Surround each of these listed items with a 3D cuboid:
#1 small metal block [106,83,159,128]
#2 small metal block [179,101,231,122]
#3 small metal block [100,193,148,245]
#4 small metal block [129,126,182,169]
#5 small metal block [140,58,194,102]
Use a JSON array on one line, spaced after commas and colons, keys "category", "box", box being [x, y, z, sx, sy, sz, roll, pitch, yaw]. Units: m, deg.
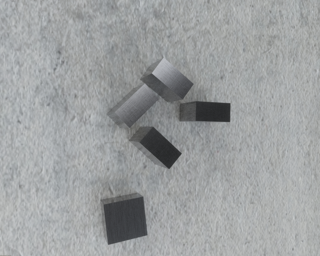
[{"category": "small metal block", "box": [-0.035, -0.026, 0.384, 0.050, 0.050, 0.025, -46, 105, -14]}, {"category": "small metal block", "box": [0.060, -0.021, 0.419, 0.050, 0.050, 0.025, 1, 90, -20]}, {"category": "small metal block", "box": [-0.046, 0.114, 0.393, 0.050, 0.025, 0.050, -7, 93, -20]}, {"category": "small metal block", "box": [-0.007, 0.024, 0.394, 0.050, 0.050, 0.025, 43, 76, -15]}, {"category": "small metal block", "box": [0.008, -0.060, 0.399, 0.050, 0.050, 0.025, 39, 78, -16]}]
